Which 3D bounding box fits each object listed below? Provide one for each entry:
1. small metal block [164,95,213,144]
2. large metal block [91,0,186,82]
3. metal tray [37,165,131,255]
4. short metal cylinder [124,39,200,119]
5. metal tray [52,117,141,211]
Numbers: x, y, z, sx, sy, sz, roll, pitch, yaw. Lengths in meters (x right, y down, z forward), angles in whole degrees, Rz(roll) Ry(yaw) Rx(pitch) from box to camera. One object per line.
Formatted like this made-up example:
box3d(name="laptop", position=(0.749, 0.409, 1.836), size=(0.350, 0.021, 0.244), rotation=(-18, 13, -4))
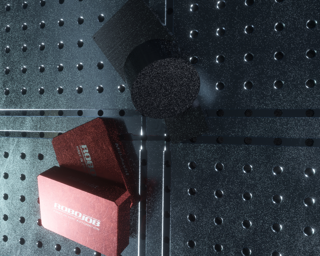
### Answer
box3d(name="small metal block", position=(0.035, -0.011, 0.400), size=(0.050, 0.025, 0.050), rotation=(-20, 84, 18))
box3d(name="large metal block", position=(-0.028, -0.111, 0.408), size=(0.080, 0.050, 0.080), rotation=(-39, 78, 15))
box3d(name="metal tray", position=(-0.104, 0.112, 0.422), size=(0.130, 0.030, 0.089), rotation=(14, 113, 23))
box3d(name="short metal cylinder", position=(0.001, -0.058, 0.366), size=(0.080, 0.080, 0.050), rotation=(-39, 40, 15))
box3d(name="metal tray", position=(-0.092, 0.060, 0.441), size=(0.090, 0.030, 0.129), rotation=(-23, 83, 18))
